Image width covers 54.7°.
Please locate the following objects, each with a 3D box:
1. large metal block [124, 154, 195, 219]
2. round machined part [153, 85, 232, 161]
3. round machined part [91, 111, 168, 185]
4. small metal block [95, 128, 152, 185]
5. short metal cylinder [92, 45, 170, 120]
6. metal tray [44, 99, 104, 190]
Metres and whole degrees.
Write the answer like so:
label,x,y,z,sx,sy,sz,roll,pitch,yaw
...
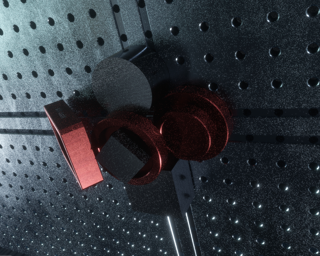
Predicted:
label,x,y,z,sx,sy,sz,roll,pitch,yaw
large metal block,-0.003,0.076,0.440,0.080,0.050,0.080,1,119,28
round machined part,0.035,0.001,0.381,0.098,0.042,0.097,13,124,21
round machined part,-0.035,0.021,0.394,0.098,0.042,0.097,13,124,21
small metal block,-0.043,0.033,0.375,0.050,0.025,0.050,41,129,0
short metal cylinder,-0.035,-0.055,0.379,0.080,0.050,0.079,13,124,21
metal tray,-0.125,0.019,0.439,0.130,0.030,0.089,33,142,57
